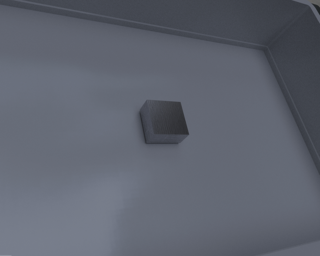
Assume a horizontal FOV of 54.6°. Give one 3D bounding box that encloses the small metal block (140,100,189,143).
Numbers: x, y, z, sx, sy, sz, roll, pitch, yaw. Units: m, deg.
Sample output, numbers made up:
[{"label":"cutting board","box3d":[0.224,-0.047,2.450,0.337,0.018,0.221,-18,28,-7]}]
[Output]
[{"label":"small metal block","box3d":[0.005,-0.008,0.408,0.050,0.025,0.050,1,61,-27]}]
